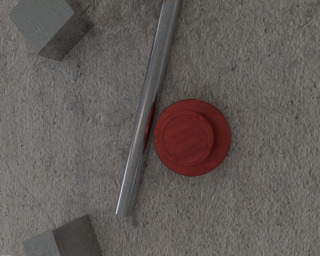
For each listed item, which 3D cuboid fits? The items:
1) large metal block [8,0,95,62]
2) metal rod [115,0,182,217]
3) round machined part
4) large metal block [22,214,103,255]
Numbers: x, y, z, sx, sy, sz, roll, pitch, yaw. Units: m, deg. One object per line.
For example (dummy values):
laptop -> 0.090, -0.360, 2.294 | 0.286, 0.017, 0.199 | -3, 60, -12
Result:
large metal block -> -0.157, -0.158, 0.451 | 0.080, 0.050, 0.080 | -41, 77, 15
metal rod -> -0.017, -0.028, 0.414 | 0.025, 0.025, 0.298 | 15, 95, 19
round machined part -> 0.037, 0.012, 0.387 | 0.098, 0.042, 0.097 | 0, 90, 20
large metal block -> -0.128, 0.174, 0.425 | 0.050, 0.080, 0.080 | -24, 82, 18
